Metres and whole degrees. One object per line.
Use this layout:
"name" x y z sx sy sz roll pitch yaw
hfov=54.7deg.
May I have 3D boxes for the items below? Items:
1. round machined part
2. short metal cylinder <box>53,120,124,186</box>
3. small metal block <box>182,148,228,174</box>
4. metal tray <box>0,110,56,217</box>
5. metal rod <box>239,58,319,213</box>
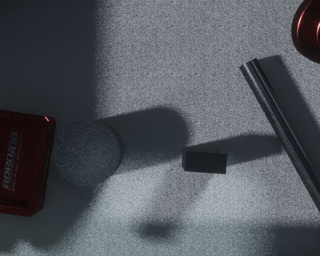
"round machined part" 0.222 -0.127 0.387 0.099 0.042 0.097 0 117 -1
"short metal cylinder" -0.089 0.030 0.398 0.081 0.050 0.079 0 90 -1
"small metal block" 0.056 0.042 0.400 0.050 0.050 0.025 4 90 -1
"metal tray" -0.194 0.043 0.406 0.091 0.030 0.129 8 90 -1
"metal rod" 0.190 0.043 0.413 0.025 0.025 0.299 -29 90 0
